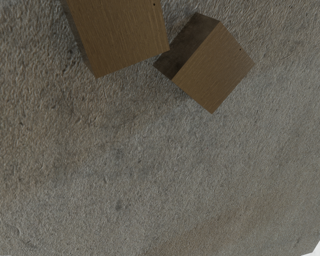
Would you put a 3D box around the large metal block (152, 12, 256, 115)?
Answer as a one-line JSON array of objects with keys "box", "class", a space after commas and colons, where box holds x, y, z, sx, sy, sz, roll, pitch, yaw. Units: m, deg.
[{"box": [0.053, -0.076, 0.372, 0.080, 0.050, 0.080, 34, 99, -39], "class": "large metal block"}]

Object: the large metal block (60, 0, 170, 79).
[{"box": [-0.044, -0.106, 0.301, 0.080, 0.050, 0.080, -25, 128, -13], "class": "large metal block"}]
